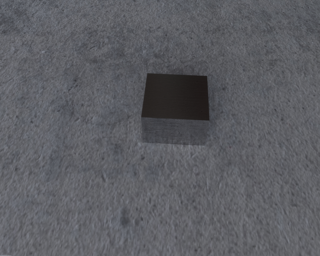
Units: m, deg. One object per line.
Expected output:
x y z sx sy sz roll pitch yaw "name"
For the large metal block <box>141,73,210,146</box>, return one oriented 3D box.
0.020 -0.025 0.409 0.080 0.050 0.080 3 50 2 "large metal block"
